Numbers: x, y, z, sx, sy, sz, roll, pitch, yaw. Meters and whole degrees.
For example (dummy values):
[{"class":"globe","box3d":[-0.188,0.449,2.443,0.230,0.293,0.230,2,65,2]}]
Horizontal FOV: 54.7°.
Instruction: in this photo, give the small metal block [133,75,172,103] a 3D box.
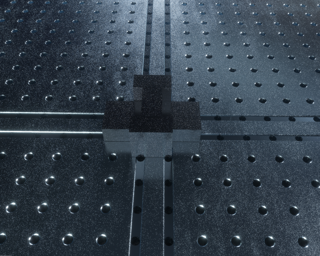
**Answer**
[{"class":"small metal block","box3d":[-0.010,-0.046,0.430,0.050,0.050,0.025,1,50,0]}]

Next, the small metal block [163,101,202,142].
[{"class":"small metal block","box3d":[0.028,-0.009,0.415,0.050,0.025,0.050,1,50,0]}]

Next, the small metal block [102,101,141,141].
[{"class":"small metal block","box3d":[-0.048,-0.010,0.415,0.050,0.025,0.050,0,50,0]}]

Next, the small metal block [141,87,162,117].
[{"class":"small metal block","box3d":[-0.010,-0.018,0.405,0.025,0.050,0.050,1,50,0]}]

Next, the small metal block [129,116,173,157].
[{"class":"small metal block","box3d":[-0.010,0.011,0.381,0.050,0.050,0.025,1,50,0]}]
